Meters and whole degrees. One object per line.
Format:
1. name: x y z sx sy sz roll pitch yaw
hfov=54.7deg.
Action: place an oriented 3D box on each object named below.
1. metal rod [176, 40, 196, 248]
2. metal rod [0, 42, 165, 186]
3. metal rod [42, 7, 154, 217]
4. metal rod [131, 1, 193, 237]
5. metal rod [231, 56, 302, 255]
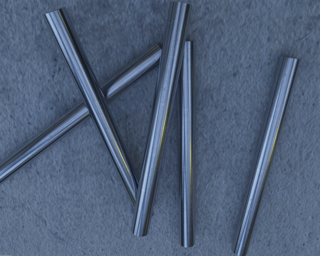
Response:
1. metal rod: 0.036 0.035 0.423 0.025 0.025 0.298 -2 110 0
2. metal rod: -0.117 -0.010 0.404 0.300 0.025 0.025 -35 107 11
3. metal rod: -0.065 0.004 0.388 0.025 0.025 0.298 -17 118 6
4. metal rod: -0.002 0.003 0.384 0.025 0.025 0.298 9 108 -4
5. metal rod: 0.142 0.052 0.430 0.025 0.025 0.298 7 110 -3
